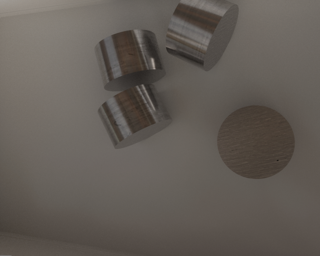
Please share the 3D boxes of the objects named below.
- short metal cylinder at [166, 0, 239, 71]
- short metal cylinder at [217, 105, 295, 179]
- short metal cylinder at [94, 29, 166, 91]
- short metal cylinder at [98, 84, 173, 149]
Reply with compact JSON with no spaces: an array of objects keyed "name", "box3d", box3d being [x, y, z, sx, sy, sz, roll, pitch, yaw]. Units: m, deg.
[{"name":"short metal cylinder","box3d":[0.050,-0.114,0.364,0.050,0.080,0.080,30,100,17]},{"name":"short metal cylinder","box3d":[0.111,0.015,0.358,0.080,0.050,0.080,0,90,20]},{"name":"short metal cylinder","box3d":[-0.038,-0.083,0.394,0.080,0.080,0.050,-17,85,19]},{"name":"short metal cylinder","box3d":[-0.031,-0.014,0.392,0.080,0.080,0.050,-30,81,17]}]
